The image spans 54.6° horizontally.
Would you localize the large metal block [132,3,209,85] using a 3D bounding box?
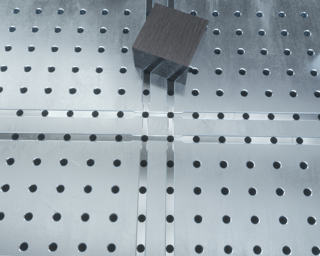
[{"bbox_3d":[0.015,-0.119,0.442,0.080,0.050,0.080,21,71,7],"label":"large metal block"}]
